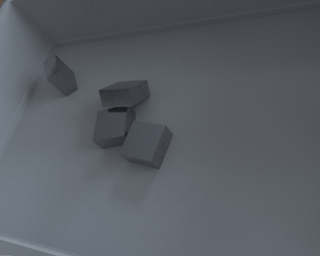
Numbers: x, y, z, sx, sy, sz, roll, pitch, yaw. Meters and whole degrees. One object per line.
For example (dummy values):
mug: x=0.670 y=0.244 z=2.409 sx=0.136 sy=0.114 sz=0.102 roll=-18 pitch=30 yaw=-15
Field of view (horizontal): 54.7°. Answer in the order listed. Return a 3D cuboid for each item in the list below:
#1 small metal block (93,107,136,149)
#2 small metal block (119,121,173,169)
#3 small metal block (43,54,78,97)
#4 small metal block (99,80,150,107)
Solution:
small metal block: x=-0.064 y=-0.001 z=0.438 sx=0.050 sy=0.025 sz=0.050 roll=-11 pitch=57 yaw=21
small metal block: x=-0.018 y=0.021 z=0.401 sx=0.050 sy=0.025 sz=0.050 roll=9 pitch=66 yaw=31
small metal block: x=-0.170 y=-0.090 z=0.532 sx=0.025 sy=0.050 sz=0.050 roll=-32 pitch=52 yaw=8
small metal block: x=-0.050 y=-0.050 z=0.444 sx=0.050 sy=0.025 sz=0.050 roll=1 pitch=22 yaw=28
